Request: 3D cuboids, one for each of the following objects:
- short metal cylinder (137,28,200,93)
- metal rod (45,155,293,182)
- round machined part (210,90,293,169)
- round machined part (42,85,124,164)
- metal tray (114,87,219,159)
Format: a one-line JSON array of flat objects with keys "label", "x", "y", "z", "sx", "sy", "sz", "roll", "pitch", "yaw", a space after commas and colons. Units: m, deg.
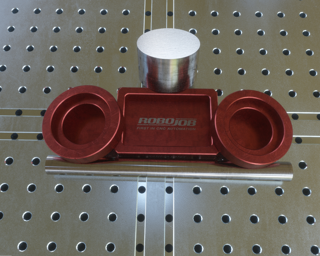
[{"label": "short metal cylinder", "x": 0.011, "y": -0.091, "z": 0.412, "sx": 0.081, "sy": 0.050, "sz": 0.080, "roll": 0, "pitch": 44, "yaw": 0}, {"label": "metal rod", "x": 0.011, "y": 0.050, "z": 0.389, "sx": 0.302, "sy": 0.025, "sz": 0.025, "roll": 2, "pitch": 70, "yaw": 0}, {"label": "round machined part", "x": 0.111, "y": 0.004, "z": 0.393, "sx": 0.099, "sy": 0.042, "sz": 0.098, "roll": 3, "pitch": 68, "yaw": -7}, {"label": "round machined part", "x": -0.093, "y": -0.002, "z": 0.393, "sx": 0.099, "sy": 0.042, "sz": 0.098, "roll": -3, "pitch": 67, "yaw": 7}, {"label": "metal tray", "x": 0.009, "y": -0.006, "z": 0.407, "sx": 0.131, "sy": 0.030, "sz": 0.090, "roll": 1, "pitch": 71, "yaw": 0}]
